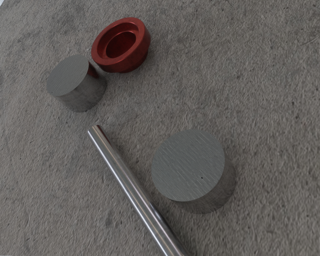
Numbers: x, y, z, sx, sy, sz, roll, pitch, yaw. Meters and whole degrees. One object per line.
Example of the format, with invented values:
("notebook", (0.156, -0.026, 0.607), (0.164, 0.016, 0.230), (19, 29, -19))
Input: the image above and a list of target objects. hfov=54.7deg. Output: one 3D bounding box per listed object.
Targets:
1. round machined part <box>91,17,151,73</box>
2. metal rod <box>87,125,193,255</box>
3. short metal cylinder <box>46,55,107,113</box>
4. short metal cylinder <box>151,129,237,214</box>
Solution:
("round machined part", (-0.059, -0.128, 0.503), (0.098, 0.042, 0.098), (-13, 56, 21))
("metal rod", (-0.016, 0.093, 0.355), (0.025, 0.025, 0.300), (-42, 51, 0))
("short metal cylinder", (-0.134, -0.072, 0.502), (0.080, 0.050, 0.080), (-13, 56, 21))
("short metal cylinder", (0.038, 0.048, 0.339), (0.080, 0.050, 0.080), (-13, 56, 21))
